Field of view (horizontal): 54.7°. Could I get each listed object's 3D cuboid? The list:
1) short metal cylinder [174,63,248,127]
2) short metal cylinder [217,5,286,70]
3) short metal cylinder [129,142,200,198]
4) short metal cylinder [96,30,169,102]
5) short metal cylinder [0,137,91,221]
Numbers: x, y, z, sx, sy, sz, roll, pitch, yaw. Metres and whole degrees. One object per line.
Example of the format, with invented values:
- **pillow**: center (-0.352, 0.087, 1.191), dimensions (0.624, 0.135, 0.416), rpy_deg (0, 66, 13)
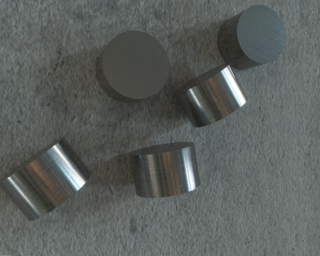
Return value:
- **short metal cylinder**: center (0.066, -0.043, 0.405), dimensions (0.080, 0.080, 0.050), rpy_deg (-34, 102, -17)
- **short metal cylinder**: center (0.131, -0.128, 0.445), dimensions (0.081, 0.050, 0.079), rpy_deg (0, 90, -21)
- **short metal cylinder**: center (0.006, 0.049, 0.383), dimensions (0.081, 0.080, 0.050), rpy_deg (-10, 94, -20)
- **short metal cylinder**: center (-0.035, -0.074, 0.383), dimensions (0.081, 0.050, 0.079), rpy_deg (0, 90, -20)
- **short metal cylinder**: center (-0.123, 0.053, 0.335), dimensions (0.080, 0.080, 0.050), rpy_deg (-37, 103, -16)
